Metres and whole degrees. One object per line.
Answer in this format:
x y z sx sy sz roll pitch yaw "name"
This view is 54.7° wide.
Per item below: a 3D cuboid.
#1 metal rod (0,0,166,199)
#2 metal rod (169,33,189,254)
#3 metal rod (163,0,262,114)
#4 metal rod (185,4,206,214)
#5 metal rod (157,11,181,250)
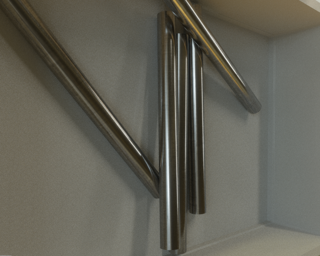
-0.076 -0.027 0.344 0.025 0.025 0.299 -50 120 -28 "metal rod"
0.026 0.021 0.430 0.025 0.025 0.298 1 90 -40 "metal rod"
0.083 -0.104 0.449 0.301 0.025 0.025 38 66 -43 "metal rod"
0.052 -0.026 0.452 0.025 0.025 0.298 -3 92 -40 "metal rod"
0.011 -0.003 0.395 0.025 0.025 0.298 6 79 -40 "metal rod"
